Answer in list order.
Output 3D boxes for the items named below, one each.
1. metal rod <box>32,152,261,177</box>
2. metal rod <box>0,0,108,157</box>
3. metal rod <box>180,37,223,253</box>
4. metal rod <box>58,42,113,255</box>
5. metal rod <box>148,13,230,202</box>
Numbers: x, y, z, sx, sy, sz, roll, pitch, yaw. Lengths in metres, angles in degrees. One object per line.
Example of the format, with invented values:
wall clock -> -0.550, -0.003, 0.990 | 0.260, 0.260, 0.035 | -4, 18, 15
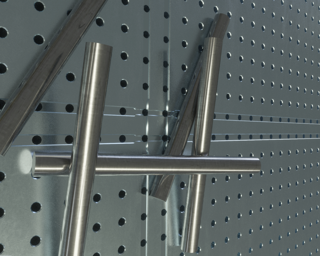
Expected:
metal rod -> 0.007, 0.045, 0.380 | 0.302, 0.025, 0.025 | 4, 88, -29
metal rod -> -0.092, -0.106, 0.332 | 0.025, 0.025, 0.300 | 40, 66, -33
metal rod -> 0.058, 0.027, 0.435 | 0.025, 0.025, 0.298 | 2, 96, -40
metal rod -> -0.080, 0.068, 0.307 | 0.025, 0.025, 0.298 | 4, 99, -40
metal rod -> 0.048, -0.041, 0.451 | 0.025, 0.025, 0.299 | 33, 69, -35
